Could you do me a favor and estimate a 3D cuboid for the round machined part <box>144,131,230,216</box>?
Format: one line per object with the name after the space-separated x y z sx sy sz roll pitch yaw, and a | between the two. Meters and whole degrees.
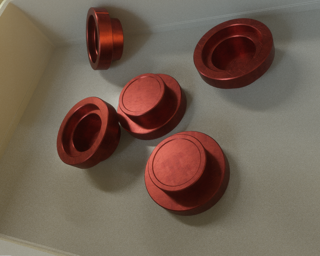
0.026 0.046 0.352 0.098 0.042 0.098 -13 56 20 | round machined part

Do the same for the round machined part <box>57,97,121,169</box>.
-0.093 0.010 0.428 0.098 0.042 0.098 -16 60 31 | round machined part

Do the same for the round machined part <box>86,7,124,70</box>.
-0.089 -0.144 0.505 0.042 0.097 0.098 -7 48 -23 | round machined part

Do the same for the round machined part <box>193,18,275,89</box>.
0.096 -0.090 0.399 0.098 0.042 0.098 -13 56 20 | round machined part

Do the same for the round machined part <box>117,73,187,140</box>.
-0.017 -0.036 0.424 0.098 0.042 0.098 -13 56 20 | round machined part
